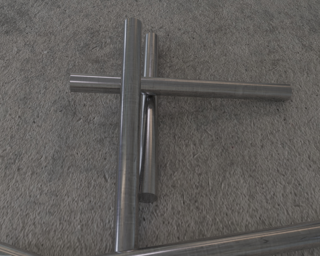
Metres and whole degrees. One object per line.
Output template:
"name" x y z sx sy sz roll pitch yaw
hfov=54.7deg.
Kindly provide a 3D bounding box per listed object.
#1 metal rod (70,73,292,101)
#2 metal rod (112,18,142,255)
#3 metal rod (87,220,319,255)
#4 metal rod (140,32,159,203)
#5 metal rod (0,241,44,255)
"metal rod" 0.035 -0.055 0.423 0.302 0.025 0.025 1 50 -9
"metal rod" -0.035 -0.006 0.359 0.025 0.025 0.299 -1 65 -1
"metal rod" 0.038 0.115 0.286 0.302 0.025 0.025 -4 50 -12
"metal rod" -0.015 -0.038 0.434 0.025 0.025 0.300 0 50 0
"metal rod" -0.021 0.155 0.272 0.301 0.025 0.025 13 51 11
